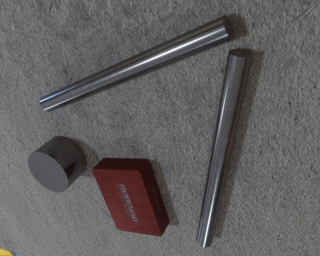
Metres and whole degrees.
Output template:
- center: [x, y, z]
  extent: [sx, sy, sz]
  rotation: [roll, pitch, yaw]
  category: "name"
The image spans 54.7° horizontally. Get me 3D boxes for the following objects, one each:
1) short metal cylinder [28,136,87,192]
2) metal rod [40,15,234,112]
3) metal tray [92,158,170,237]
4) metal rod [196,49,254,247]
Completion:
- center: [-0.170, 0.060, 0.518]
  extent: [0.080, 0.050, 0.079]
  rotation: [13, 124, 21]
  category: "short metal cylinder"
- center: [-0.052, -0.069, 0.391]
  extent: [0.300, 0.025, 0.025]
  rotation: [-15, 111, 34]
  category: "metal rod"
- center: [-0.045, 0.111, 0.496]
  extent: [0.090, 0.030, 0.129]
  rotation: [-2, 118, 29]
  category: "metal tray"
- center: [0.075, 0.048, 0.396]
  extent: [0.025, 0.025, 0.298]
  rotation: [16, 125, 19]
  category: "metal rod"
